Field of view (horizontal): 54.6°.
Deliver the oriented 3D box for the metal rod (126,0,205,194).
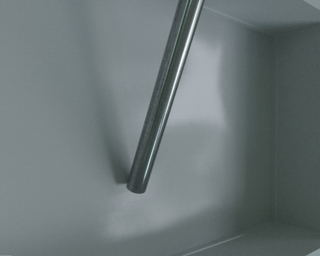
[{"bbox_3d":[0.011,-0.060,0.334,0.025,0.025,0.298,0,116,-40],"label":"metal rod"}]
